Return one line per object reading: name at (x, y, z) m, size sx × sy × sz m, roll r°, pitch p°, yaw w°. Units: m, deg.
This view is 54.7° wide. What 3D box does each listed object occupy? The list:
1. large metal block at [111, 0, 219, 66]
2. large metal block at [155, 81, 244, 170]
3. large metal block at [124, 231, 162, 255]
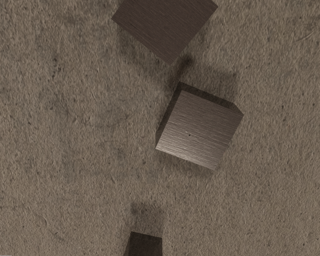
large metal block at (0.005, -0.130, 0.349) m, size 0.080 × 0.050 × 0.080 m, roll 37°, pitch 106°, yaw -13°
large metal block at (0.047, -0.004, 0.396) m, size 0.080 × 0.050 × 0.079 m, roll 21°, pitch 109°, yaw -8°
large metal block at (-0.031, 0.217, 0.460) m, size 0.050 × 0.080 × 0.079 m, roll 15°, pitch 109°, yaw -6°
